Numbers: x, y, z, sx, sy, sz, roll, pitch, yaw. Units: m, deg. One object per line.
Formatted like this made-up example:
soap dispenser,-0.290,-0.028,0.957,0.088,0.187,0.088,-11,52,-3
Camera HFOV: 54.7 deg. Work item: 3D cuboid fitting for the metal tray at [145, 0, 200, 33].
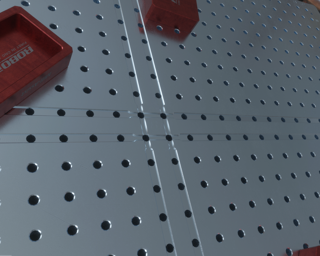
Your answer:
metal tray,0.019,-0.241,0.564,0.091,0.030,0.130,11,57,-23

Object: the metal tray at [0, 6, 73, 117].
metal tray,-0.178,-0.079,0.357,0.090,0.030,0.130,39,51,-3

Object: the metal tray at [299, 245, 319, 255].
metal tray,0.211,0.227,0.382,0.090,0.030,0.130,35,51,-5
